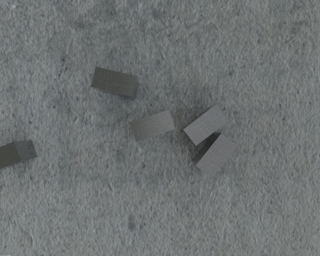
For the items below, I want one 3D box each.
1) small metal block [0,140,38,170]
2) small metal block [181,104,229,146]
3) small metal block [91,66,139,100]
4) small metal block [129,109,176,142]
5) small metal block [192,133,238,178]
[{"bbox_3d":[-0.194,0.037,0.395,0.050,0.050,0.025,-20,90,0],"label":"small metal block"},{"bbox_3d":[0.056,-0.004,0.398,0.050,0.050,0.025,-38,90,0],"label":"small metal block"},{"bbox_3d":[-0.056,-0.056,0.397,0.050,0.050,0.025,14,90,-1],"label":"small metal block"},{"bbox_3d":[-0.009,-0.003,0.397,0.050,0.050,0.025,-18,90,0],"label":"small metal block"},{"bbox_3d":[0.069,0.033,0.398,0.025,0.050,0.050,38,90,-1],"label":"small metal block"}]
